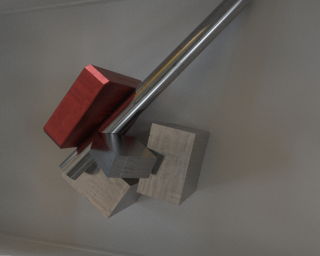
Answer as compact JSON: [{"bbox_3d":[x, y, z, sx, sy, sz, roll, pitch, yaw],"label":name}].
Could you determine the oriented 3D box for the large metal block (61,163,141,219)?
[{"bbox_3d":[-0.064,0.062,0.403,0.080,0.080,0.050,38,102,15],"label":"large metal block"}]

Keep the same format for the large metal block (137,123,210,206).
[{"bbox_3d":[0.019,0.039,0.373,0.050,0.080,0.079,14,95,19],"label":"large metal block"}]

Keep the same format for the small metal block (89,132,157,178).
[{"bbox_3d":[-0.040,0.029,0.330,0.050,0.050,0.025,40,114,47],"label":"small metal block"}]

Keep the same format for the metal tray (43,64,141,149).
[{"bbox_3d":[-0.066,-0.022,0.375,0.030,0.130,0.090,42,104,16],"label":"metal tray"}]

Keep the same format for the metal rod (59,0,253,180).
[{"bbox_3d":[0.000,-0.057,0.360,0.025,0.025,0.300,43,86,14],"label":"metal rod"}]
